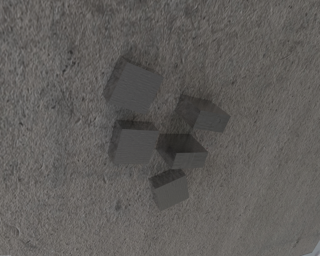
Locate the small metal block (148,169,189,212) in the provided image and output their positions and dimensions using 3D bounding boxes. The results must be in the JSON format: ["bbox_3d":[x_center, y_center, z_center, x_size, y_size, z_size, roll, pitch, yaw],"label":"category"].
[{"bbox_3d":[0.014,0.092,0.472,0.050,0.025,0.050,-22,127,-16],"label":"small metal block"}]

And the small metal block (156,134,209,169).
[{"bbox_3d":[0.029,0.031,0.426,0.050,0.050,0.025,1,118,-29],"label":"small metal block"}]

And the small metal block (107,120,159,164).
[{"bbox_3d":[-0.035,0.018,0.399,0.050,0.025,0.050,3,117,-30],"label":"small metal block"}]

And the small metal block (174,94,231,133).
[{"bbox_3d":[0.055,-0.019,0.409,0.050,0.050,0.025,8,115,-32],"label":"small metal block"}]

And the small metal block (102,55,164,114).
[{"bbox_3d":[-0.031,-0.049,0.359,0.050,0.025,0.050,17,110,-35],"label":"small metal block"}]
